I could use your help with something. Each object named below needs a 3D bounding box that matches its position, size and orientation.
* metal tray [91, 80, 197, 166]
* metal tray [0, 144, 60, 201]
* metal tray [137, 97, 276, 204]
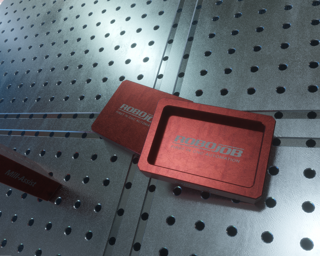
[{"bbox_3d":[-0.022,-0.009,0.420,0.130,0.030,0.090,23,74,36],"label":"metal tray"},{"bbox_3d":[-0.208,0.048,0.418,0.090,0.130,0.030,25,76,36],"label":"metal tray"},{"bbox_3d":[0.051,0.022,0.339,0.130,0.030,0.090,12,71,17],"label":"metal tray"}]
